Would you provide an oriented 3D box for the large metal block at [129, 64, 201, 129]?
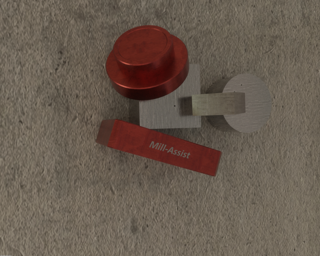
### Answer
[{"bbox_3d":[0.005,-0.040,0.400,0.081,0.050,0.080,-2,91,-20],"label":"large metal block"}]

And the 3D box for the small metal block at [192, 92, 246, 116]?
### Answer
[{"bbox_3d":[0.072,-0.029,0.375,0.050,0.050,0.025,-10,98,-61],"label":"small metal block"}]

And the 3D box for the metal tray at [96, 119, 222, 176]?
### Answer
[{"bbox_3d":[-0.004,0.023,0.374,0.131,0.090,0.030,18,85,-19],"label":"metal tray"}]

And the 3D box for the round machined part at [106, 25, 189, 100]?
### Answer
[{"bbox_3d":[-0.017,-0.083,0.365,0.098,0.098,0.042,-38,147,-16],"label":"round machined part"}]

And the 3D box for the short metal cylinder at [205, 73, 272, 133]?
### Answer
[{"bbox_3d":[0.108,-0.033,0.438,0.081,0.050,0.080,0,90,-20],"label":"short metal cylinder"}]
